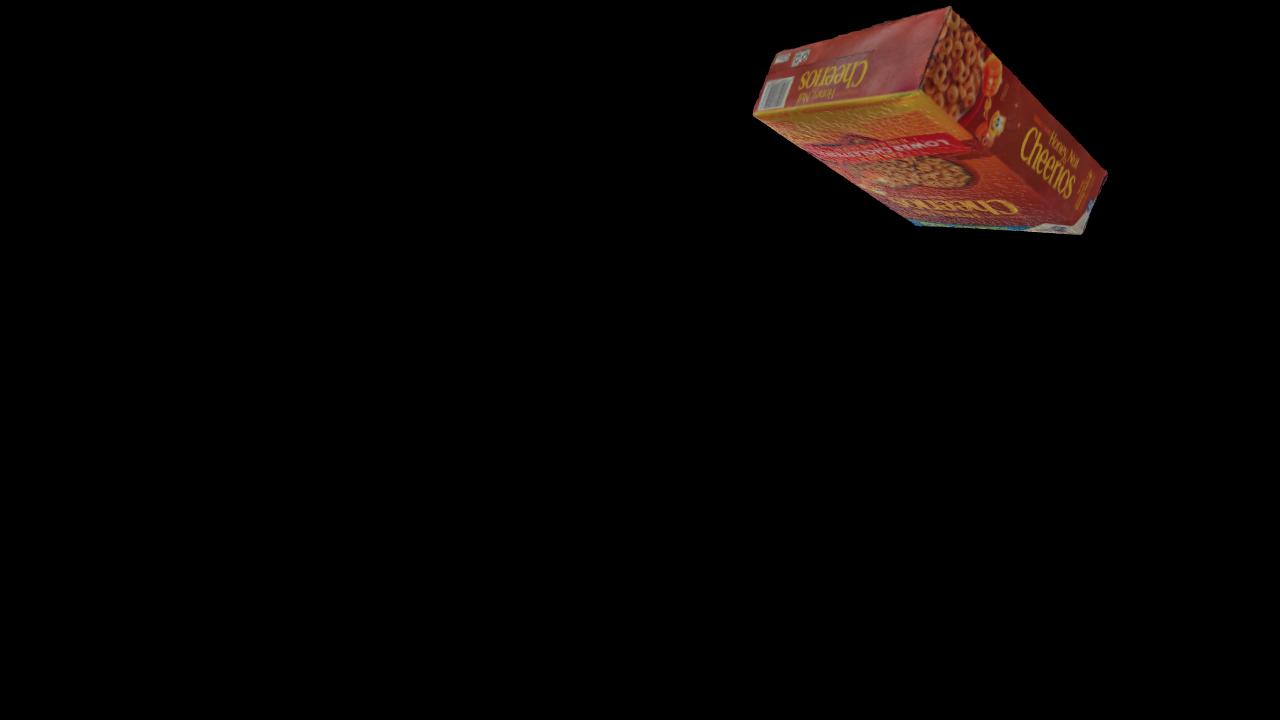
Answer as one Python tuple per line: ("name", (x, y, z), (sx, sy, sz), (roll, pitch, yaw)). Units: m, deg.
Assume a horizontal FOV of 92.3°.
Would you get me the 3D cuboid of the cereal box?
("cereal box", (0.294, -0.218, 0.625), (0.306, 0.081, 0.203), (19, 4, -33))
